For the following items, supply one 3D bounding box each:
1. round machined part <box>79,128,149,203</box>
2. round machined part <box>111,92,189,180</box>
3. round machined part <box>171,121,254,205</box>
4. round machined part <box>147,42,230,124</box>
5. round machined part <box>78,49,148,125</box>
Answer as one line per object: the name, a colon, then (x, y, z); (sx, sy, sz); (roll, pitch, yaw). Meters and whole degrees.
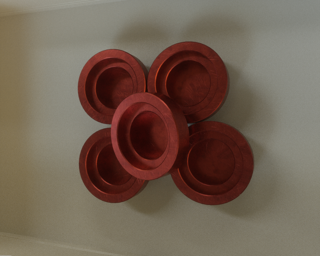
round machined part: (-0.056, 0.048, 0.418); (0.098, 0.042, 0.097); (0, 90, 19)
round machined part: (-0.007, 0.008, 0.356); (0.098, 0.042, 0.097); (5, 98, 37)
round machined part: (0.064, 0.040, 0.377); (0.098, 0.042, 0.097); (0, 90, 19)
round machined part: (0.037, -0.054, 0.386); (0.098, 0.042, 0.097); (0, 90, 19)
round machined part: (-0.057, -0.053, 0.419); (0.098, 0.042, 0.097); (0, 90, 19)
